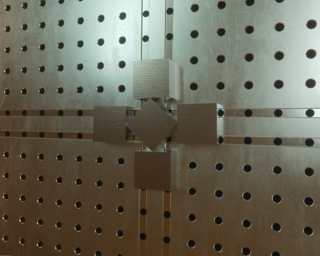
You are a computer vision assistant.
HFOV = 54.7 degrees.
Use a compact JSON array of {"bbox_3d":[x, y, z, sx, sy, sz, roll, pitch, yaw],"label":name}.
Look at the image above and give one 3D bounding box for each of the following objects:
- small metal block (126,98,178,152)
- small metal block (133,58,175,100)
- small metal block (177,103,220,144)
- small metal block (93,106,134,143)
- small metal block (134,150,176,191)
[{"bbox_3d":[-0.007,-0.005,0.414,0.050,0.025,0.050,44,103,14],"label":"small metal block"},{"bbox_3d":[-0.008,-0.064,0.414,0.050,0.025,0.050,-1,90,19],"label":"small metal block"},{"bbox_3d":[0.049,-0.005,0.394,0.050,0.025,0.050,0,90,19],"label":"small metal block"},{"bbox_3d":[-0.065,-0.005,0.434,0.050,0.025,0.050,2,91,19],"label":"small metal block"},{"bbox_3d":[-0.006,0.056,0.414,0.050,0.025,0.050,0,90,19],"label":"small metal block"}]
